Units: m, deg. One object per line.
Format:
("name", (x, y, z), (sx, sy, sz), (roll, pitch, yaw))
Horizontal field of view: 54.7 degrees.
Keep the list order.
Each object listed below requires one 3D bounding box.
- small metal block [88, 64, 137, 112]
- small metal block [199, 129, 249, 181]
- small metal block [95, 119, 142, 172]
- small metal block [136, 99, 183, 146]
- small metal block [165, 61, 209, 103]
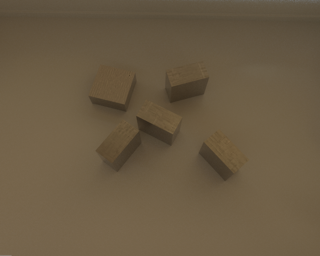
("small metal block", (-0.064, -0.055, 0.429), (0.050, 0.025, 0.050), (14, 70, 4))
("small metal block", (0.077, 0.035, 0.385), (0.025, 0.050, 0.050), (-39, 75, -13))
("small metal block", (-0.050, 0.023, 0.387), (0.025, 0.050, 0.050), (36, 74, 12))
("small metal block", (-0.001, -0.006, 0.398), (0.050, 0.050, 0.025), (27, 72, 9))
("small metal block", (0.035, -0.061, 0.419), (0.050, 0.050, 0.025), (-15, 71, -6))
